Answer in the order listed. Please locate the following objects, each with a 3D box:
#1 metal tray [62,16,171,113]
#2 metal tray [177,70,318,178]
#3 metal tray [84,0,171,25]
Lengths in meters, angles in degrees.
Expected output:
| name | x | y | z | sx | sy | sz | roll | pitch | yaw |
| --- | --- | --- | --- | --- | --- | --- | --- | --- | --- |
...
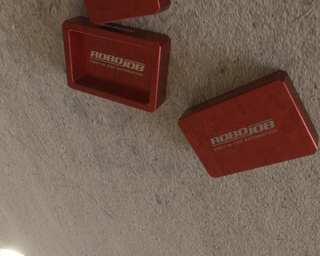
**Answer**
| name | x | y | z | sx | sy | sz | roll | pitch | yaw |
| --- | --- | --- | --- | --- | --- | --- | --- | --- | --- |
| metal tray | -0.055 | -0.079 | 0.383 | 0.130 | 0.030 | 0.089 | 18 | 126 | 18 |
| metal tray | 0.097 | 0.001 | 0.354 | 0.130 | 0.030 | 0.090 | -22 | 107 | 36 |
| metal tray | -0.047 | -0.180 | 0.317 | 0.090 | 0.030 | 0.129 | 0 | 119 | 28 |
